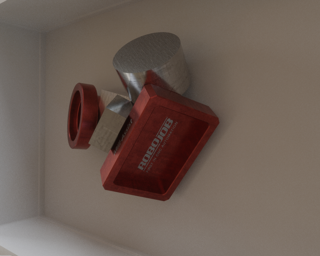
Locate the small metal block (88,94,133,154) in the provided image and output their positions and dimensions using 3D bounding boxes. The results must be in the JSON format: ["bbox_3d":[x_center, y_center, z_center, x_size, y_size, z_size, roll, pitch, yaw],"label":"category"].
[{"bbox_3d":[-0.055,-0.006,0.365,0.025,0.050,0.050,28,113,-4],"label":"small metal block"}]

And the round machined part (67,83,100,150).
[{"bbox_3d":[-0.107,-0.016,0.464,0.098,0.042,0.098,-19,68,60],"label":"round machined part"}]

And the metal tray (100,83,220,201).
[{"bbox_3d":[-0.003,0.023,0.361,0.129,0.091,0.030,-60,29,22],"label":"metal tray"}]

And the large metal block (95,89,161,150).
[{"bbox_3d":[-0.041,-0.004,0.420,0.080,0.050,0.079,19,102,38],"label":"large metal block"}]

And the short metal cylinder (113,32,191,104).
[{"bbox_3d":[-0.008,-0.070,0.366,0.080,0.080,0.050,21,147,38],"label":"short metal cylinder"}]
